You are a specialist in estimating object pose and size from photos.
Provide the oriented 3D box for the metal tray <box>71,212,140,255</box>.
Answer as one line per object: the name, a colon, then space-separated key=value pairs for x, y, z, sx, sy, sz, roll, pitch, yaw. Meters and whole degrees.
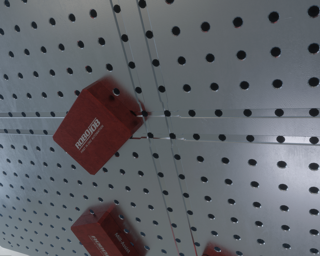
metal tray: x=-0.104 y=0.227 z=0.604 sx=0.090 sy=0.030 sz=0.130 roll=-21 pitch=107 yaw=36

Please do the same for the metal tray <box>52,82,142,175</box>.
metal tray: x=-0.098 y=0.005 z=0.464 sx=0.090 sy=0.030 sz=0.129 roll=44 pitch=129 yaw=-2
